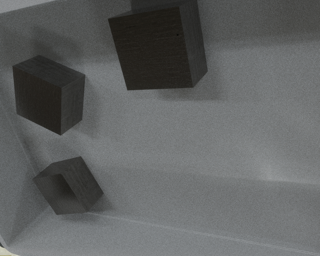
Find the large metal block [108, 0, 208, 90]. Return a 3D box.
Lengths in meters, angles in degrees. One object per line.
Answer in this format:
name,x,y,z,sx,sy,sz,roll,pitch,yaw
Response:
large metal block,0.001,-0.089,0.337,0.080,0.050,0.080,1,119,27

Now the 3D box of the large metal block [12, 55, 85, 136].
large metal block,-0.159,-0.048,0.447,0.080,0.050,0.079,24,127,13

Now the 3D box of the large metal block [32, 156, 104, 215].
large metal block,-0.159,0.102,0.540,0.080,0.050,0.080,-15,111,34
